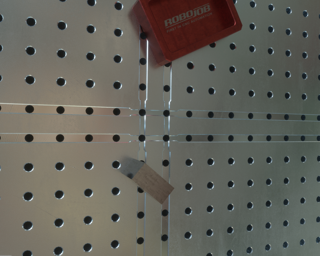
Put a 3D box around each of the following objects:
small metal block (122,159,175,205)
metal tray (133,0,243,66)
[{"bbox_3d":[-0.016,0.067,0.394,0.050,0.050,0.025,43,77,-15],"label":"small metal block"},{"bbox_3d":[0.041,-0.153,0.425,0.131,0.030,0.090,-28,100,-18],"label":"metal tray"}]
